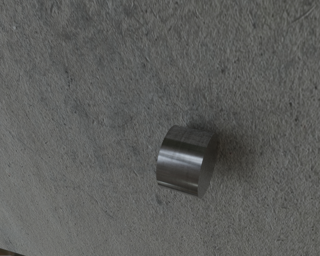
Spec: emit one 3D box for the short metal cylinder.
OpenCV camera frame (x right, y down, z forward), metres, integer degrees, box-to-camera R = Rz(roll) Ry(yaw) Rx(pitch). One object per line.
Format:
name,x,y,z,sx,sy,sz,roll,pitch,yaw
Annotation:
short metal cylinder,0.035,0.040,0.378,0.050,0.080,0.080,13,124,21
